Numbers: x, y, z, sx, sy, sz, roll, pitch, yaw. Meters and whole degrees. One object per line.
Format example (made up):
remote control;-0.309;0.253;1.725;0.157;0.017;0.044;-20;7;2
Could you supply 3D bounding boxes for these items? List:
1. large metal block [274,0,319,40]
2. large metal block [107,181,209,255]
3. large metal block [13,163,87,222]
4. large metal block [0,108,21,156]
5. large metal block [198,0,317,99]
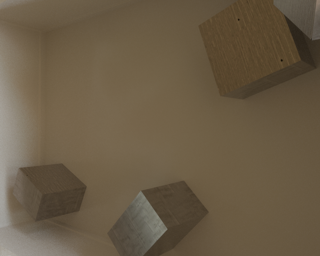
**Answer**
large metal block;0.118;-0.118;0.214;0.050;0.080;0.080;-10;38;5
large metal block;-0.002;0.113;0.371;0.050;0.081;0.080;51;120;28
large metal block;-0.185;0.104;0.521;0.080;0.081;0.050;31;109;35
large metal block;-0.359;0.007;0.685;0.080;0.050;0.079;31;109;35
large metal block;0.095;-0.082;0.311;0.080;0.050;0.080;-24;75;37
